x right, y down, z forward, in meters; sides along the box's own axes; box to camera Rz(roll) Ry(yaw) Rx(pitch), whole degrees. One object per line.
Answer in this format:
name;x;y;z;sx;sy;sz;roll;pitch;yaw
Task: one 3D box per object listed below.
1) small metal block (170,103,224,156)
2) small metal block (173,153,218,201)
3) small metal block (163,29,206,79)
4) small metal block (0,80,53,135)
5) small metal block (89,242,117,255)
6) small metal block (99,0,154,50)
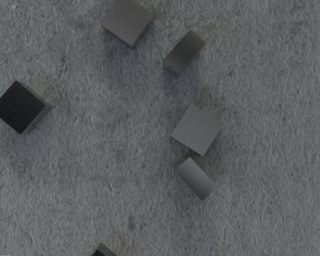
small metal block;0.048;0.002;0.411;0.050;0.025;0.050;33;90;-1
small metal block;0.043;0.061;0.398;0.025;0.050;0.050;-42;91;0
small metal block;0.030;-0.093;0.398;0.025;0.050;0.050;42;90;-1
small metal block;-0.181;-0.026;0.408;0.050;0.025;0.050;41;90;-1
small metal block;-0.077;0.190;0.409;0.050;0.025;0.050;40;90;-1
small metal block;-0.043;-0.140;0.409;0.050;0.025;0.050;35;90;-1
